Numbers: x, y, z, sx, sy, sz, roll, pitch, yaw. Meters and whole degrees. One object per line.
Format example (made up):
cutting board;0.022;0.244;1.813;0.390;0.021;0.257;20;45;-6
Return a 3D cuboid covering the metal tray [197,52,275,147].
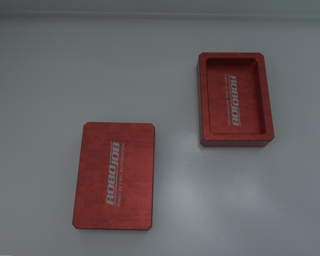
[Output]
metal tray;0.099;-0.040;0.422;0.091;0.030;0.130;0;70;-1

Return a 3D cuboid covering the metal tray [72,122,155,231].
metal tray;-0.053;0.059;0.385;0.091;0.030;0.130;1;70;0
